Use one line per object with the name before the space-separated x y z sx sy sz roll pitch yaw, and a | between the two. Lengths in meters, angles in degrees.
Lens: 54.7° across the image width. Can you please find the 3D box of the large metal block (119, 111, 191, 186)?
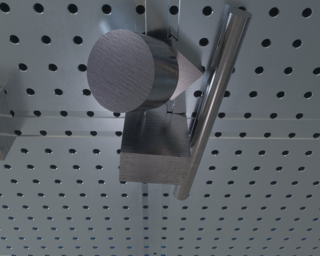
large metal block | -0.007 0.023 0.396 0.081 0.080 0.050 5 130 -5

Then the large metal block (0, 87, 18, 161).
large metal block | -0.236 -0.007 0.387 0.081 0.050 0.079 3 130 -3

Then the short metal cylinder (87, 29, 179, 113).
short metal cylinder | -0.028 -0.057 0.320 0.080 0.050 0.079 4 99 29

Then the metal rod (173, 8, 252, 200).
metal rod | 0.057 -0.005 0.408 0.025 0.025 0.298 7 130 -6

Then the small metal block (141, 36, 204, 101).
small metal block | 0.013 -0.067 0.355 0.050 0.025 0.050 36 121 -27
